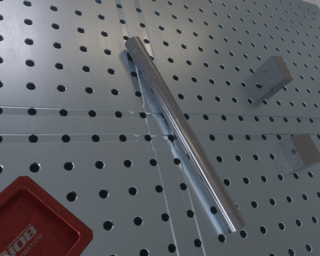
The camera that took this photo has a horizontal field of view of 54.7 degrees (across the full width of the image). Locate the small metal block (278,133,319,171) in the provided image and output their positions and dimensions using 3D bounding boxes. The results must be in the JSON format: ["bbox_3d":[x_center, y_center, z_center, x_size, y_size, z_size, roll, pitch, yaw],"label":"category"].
[{"bbox_3d":[0.231,0.039,0.508,0.050,0.025,0.050,-7,65,-31],"label":"small metal block"}]

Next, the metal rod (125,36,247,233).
[{"bbox_3d":[0.027,-0.002,0.423,0.025,0.025,0.299,-17,71,-35],"label":"metal rod"}]

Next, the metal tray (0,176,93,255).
[{"bbox_3d":[-0.133,0.116,0.262,0.090,0.030,0.131,41,51,-1],"label":"metal tray"}]

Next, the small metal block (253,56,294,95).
[{"bbox_3d":[0.203,-0.094,0.558,0.025,0.050,0.050,-2,63,-29],"label":"small metal block"}]
